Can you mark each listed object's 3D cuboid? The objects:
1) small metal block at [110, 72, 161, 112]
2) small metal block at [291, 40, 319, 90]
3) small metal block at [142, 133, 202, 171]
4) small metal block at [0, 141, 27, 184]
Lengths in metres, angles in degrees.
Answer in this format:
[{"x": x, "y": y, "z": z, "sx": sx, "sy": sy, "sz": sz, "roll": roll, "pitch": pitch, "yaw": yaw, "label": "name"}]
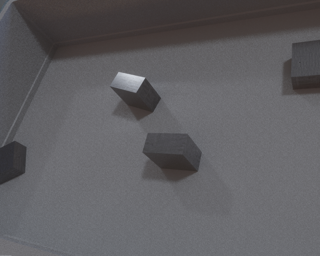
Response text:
[{"x": -0.034, "y": -0.051, "z": 0.439, "sx": 0.050, "sy": 0.050, "sz": 0.025, "roll": 18, "pitch": 72, "yaw": 35, "label": "small metal block"}, {"x": 0.180, "y": -0.074, "z": 0.356, "sx": 0.050, "sy": 0.025, "sz": 0.050, "roll": -1, "pitch": 61, "yaw": 28, "label": "small metal block"}, {"x": 0.015, "y": 0.029, "z": 0.364, "sx": 0.050, "sy": 0.050, "sz": 0.025, "roll": 1, "pitch": 62, "yaw": 28, "label": "small metal block"}, {"x": -0.246, "y": 0.056, "z": 0.501, "sx": 0.050, "sy": 0.025, "sz": 0.050, "roll": -24, "pitch": 53, "yaw": 13, "label": "small metal block"}]
